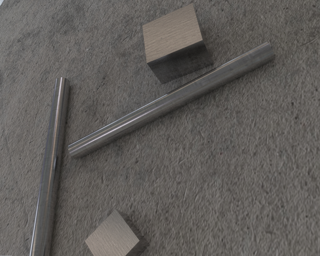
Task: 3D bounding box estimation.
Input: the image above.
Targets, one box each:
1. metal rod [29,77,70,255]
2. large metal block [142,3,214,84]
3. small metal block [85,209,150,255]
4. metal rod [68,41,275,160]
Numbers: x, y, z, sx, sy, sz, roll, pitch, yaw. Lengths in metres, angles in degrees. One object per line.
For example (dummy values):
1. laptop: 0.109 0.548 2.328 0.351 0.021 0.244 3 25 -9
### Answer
1. metal rod: -0.159 0.045 0.459 0.025 0.025 0.299 -17 55 18
2. large metal block: 0.025 -0.121 0.449 0.080 0.050 0.080 -19 54 17
3. small metal block: -0.048 0.130 0.350 0.050 0.025 0.050 -46 51 -4
4. metal rod: 0.007 -0.032 0.419 0.300 0.025 0.025 -27 53 11
